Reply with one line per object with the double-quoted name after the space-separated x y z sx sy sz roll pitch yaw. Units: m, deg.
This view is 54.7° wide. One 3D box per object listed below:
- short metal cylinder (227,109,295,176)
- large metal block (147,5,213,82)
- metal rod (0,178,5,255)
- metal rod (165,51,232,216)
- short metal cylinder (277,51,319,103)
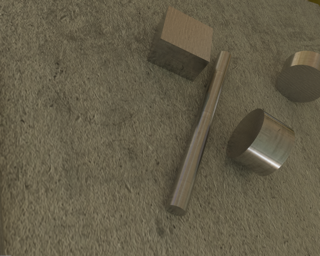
0.138 0.020 0.431 0.050 0.080 0.080 31 52 -9 "short metal cylinder"
0.033 -0.131 0.486 0.080 0.050 0.080 22 54 -15 "large metal block"
-0.166 0.036 0.292 0.025 0.025 0.299 -3 63 -30 "metal rod"
0.065 -0.014 0.447 0.025 0.025 0.300 30 52 -9 "metal rod"
0.262 -0.093 0.567 0.080 0.080 0.050 38 51 -3 "short metal cylinder"
